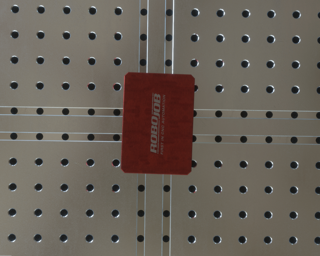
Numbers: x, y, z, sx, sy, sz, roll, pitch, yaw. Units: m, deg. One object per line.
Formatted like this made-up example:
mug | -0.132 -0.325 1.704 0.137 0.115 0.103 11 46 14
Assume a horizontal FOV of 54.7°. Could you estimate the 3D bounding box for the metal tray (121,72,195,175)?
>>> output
metal tray | -0.003 -0.006 0.410 0.091 0.030 0.129 2 90 -1
